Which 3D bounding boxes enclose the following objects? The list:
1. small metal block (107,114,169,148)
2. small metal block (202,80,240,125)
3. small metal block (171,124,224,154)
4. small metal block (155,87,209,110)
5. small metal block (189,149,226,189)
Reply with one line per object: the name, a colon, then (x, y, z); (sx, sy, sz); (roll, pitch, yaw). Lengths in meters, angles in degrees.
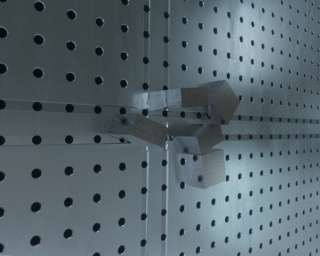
small metal block: (-0.026, 0.004, 0.373); (0.050, 0.050, 0.025); (24, 75, -38)
small metal block: (0.096, -0.040, 0.493); (0.050, 0.025, 0.050); (49, 61, -29)
small metal block: (0.053, 0.014, 0.440); (0.050, 0.050, 0.025); (-26, 107, -37)
small metal block: (0.030, -0.040, 0.420); (0.050, 0.050, 0.025); (-9, 96, -40)
small metal block: (0.073, 0.061, 0.474); (0.050, 0.025, 0.050); (-11, 97, -40)
